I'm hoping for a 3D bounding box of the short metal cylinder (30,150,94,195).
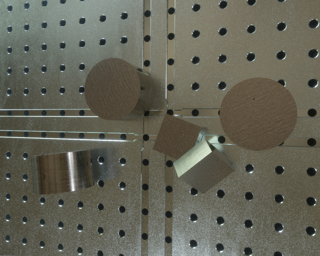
[{"bbox_3d":[-0.134,0.059,0.431,0.080,0.080,0.050,-7,88,20],"label":"short metal cylinder"}]

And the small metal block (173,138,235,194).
[{"bbox_3d":[0.054,0.048,0.378,0.050,0.050,0.025,-41,36,15],"label":"small metal block"}]

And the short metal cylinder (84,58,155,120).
[{"bbox_3d":[-0.053,-0.050,0.418,0.080,0.050,0.079,0,90,20],"label":"short metal cylinder"}]

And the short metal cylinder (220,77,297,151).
[{"bbox_3d":[0.114,-0.015,0.359,0.080,0.050,0.079,0,90,20],"label":"short metal cylinder"}]

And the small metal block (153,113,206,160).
[{"bbox_3d":[0.025,0.013,0.404,0.050,0.025,0.050,22,97,18],"label":"small metal block"}]
